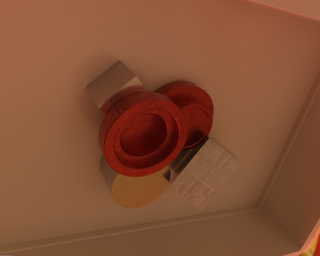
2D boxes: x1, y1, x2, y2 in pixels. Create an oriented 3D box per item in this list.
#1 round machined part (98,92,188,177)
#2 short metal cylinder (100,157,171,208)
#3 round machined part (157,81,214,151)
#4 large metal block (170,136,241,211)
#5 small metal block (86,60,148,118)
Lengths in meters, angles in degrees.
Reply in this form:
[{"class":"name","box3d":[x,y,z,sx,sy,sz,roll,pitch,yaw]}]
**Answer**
[{"class":"round machined part","box3d":[-0.022,0.004,0.350,0.099,0.042,0.097,-14,125,-21]},{"class":"short metal cylinder","box3d":[-0.033,0.059,0.410,0.081,0.050,0.079,-14,125,-21]},{"class":"round machined part","box3d":[0.030,-0.009,0.406,0.099,0.042,0.097,-14,125,-21]},{"class":"large metal block","box3d":[0.061,0.056,0.432,0.050,0.080,0.080,39,97,2]},{"class":"small metal block","box3d":[-0.048,-0.042,0.339,0.050,0.050,0.025,-39,130,-2]}]
